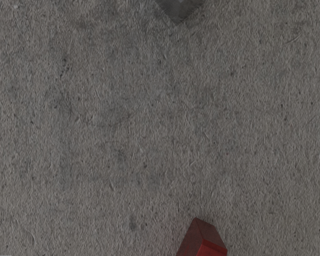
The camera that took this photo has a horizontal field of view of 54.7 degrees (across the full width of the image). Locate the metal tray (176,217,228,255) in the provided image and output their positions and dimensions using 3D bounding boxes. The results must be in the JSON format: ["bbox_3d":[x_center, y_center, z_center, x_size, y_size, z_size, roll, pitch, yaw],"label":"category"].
[{"bbox_3d":[0.033,0.185,0.377,0.030,0.090,0.129,25,90,0],"label":"metal tray"}]

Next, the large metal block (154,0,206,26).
[{"bbox_3d":[0.016,-0.185,0.383,0.050,0.080,0.080,-41,90,0],"label":"large metal block"}]
